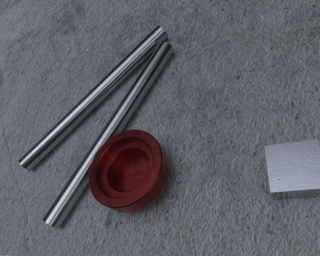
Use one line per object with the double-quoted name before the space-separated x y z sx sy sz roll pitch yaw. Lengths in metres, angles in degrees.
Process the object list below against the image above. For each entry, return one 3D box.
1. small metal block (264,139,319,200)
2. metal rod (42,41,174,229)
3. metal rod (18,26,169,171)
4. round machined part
"small metal block" 0.135 0.042 0.308 0.050 0.025 0.050 -10 57 22
"metal rod" -0.065 0.000 0.437 0.025 0.025 0.300 21 73 36
"metal rod" -0.102 -0.048 0.486 0.300 0.025 0.025 -45 51 -3
"round machined part" -0.034 0.055 0.377 0.098 0.042 0.098 -13 56 21
